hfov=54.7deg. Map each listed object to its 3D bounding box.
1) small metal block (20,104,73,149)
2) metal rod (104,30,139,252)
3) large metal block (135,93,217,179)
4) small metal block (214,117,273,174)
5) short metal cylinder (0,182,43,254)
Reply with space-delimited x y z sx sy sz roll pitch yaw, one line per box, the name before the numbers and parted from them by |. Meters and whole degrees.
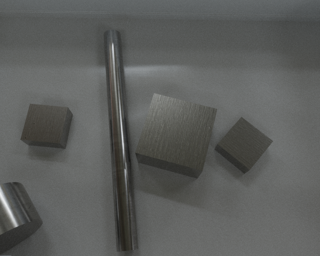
small metal block | -0.148 -0.002 0.409 0.050 0.025 0.050 5 70 1
metal rod | -0.054 0.002 0.408 0.025 0.025 0.299 -6 70 -3
large metal block | 0.021 0.011 0.393 0.080 0.050 0.080 15 71 5
small metal block | 0.108 0.023 0.403 0.050 0.025 0.050 40 74 13
short metal cylinder | -0.179 0.103 0.340 0.080 0.080 0.050 -32 74 -11
